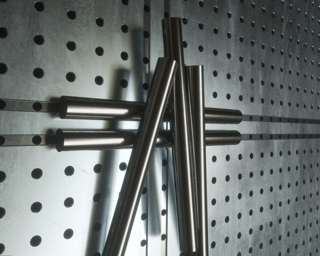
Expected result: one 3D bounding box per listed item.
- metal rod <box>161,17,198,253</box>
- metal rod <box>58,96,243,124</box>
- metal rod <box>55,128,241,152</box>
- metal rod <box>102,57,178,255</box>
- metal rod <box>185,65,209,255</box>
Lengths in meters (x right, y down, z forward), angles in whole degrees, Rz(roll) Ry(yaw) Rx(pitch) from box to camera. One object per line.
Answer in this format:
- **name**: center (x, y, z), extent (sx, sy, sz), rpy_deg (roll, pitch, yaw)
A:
- **metal rod**: center (0.026, 0.012, 0.401), extent (0.025, 0.025, 0.298), rpy_deg (-8, 95, -40)
- **metal rod**: center (0.013, -0.020, 0.423), extent (0.302, 0.025, 0.025), rpy_deg (1, 90, -40)
- **metal rod**: center (0.010, 0.014, 0.420), extent (0.302, 0.025, 0.025), rpy_deg (1, 90, -40)
- **metal rod**: center (-0.030, 0.063, 0.362), extent (0.025, 0.025, 0.299), rpy_deg (19, 85, -39)
- **metal rod**: center (0.052, 0.065, 0.431), extent (0.025, 0.025, 0.298), rpy_deg (-14, 106, -40)
